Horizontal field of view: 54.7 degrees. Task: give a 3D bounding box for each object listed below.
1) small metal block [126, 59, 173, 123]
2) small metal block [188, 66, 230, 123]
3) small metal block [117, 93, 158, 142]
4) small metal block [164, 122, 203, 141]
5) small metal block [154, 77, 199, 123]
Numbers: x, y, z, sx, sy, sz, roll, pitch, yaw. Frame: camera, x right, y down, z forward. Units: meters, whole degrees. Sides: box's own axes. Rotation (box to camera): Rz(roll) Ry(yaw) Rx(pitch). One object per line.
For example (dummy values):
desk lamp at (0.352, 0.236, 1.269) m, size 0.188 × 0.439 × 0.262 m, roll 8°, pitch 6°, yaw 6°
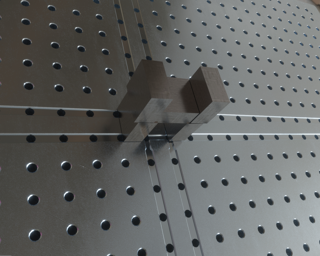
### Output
small metal block at (-0.013, -0.040, 0.345) m, size 0.025 × 0.050 × 0.050 m, roll 0°, pitch 61°, yaw -28°
small metal block at (0.054, -0.040, 0.381) m, size 0.025 × 0.050 × 0.050 m, roll 0°, pitch 61°, yaw -28°
small metal block at (-0.029, -0.016, 0.387) m, size 0.025 × 0.050 × 0.050 m, roll 1°, pitch 62°, yaw -28°
small metal block at (0.028, -0.016, 0.418) m, size 0.025 × 0.050 × 0.050 m, roll -1°, pitch 62°, yaw -29°
small metal block at (0.014, -0.034, 0.374) m, size 0.050 × 0.025 × 0.050 m, roll 1°, pitch 61°, yaw -28°
